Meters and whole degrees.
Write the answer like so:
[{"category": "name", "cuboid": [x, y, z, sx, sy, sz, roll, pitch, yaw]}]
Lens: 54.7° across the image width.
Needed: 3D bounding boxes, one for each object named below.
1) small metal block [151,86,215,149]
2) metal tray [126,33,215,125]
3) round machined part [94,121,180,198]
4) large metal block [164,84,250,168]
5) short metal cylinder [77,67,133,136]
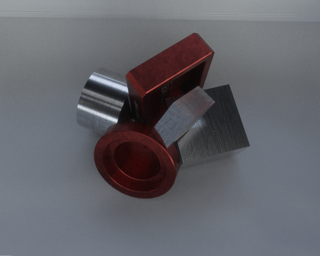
[{"category": "small metal block", "cuboid": [0.024, -0.012, 0.327, 0.025, 0.050, 0.050, 46, 44, 7]}, {"category": "metal tray", "cuboid": [0.010, -0.045, 0.369, 0.090, 0.130, 0.030, -33, 75, -12]}, {"category": "round machined part", "cuboid": [-0.024, 0.033, 0.367, 0.098, 0.097, 0.042, 19, 36, 6]}, {"category": "large metal block", "cuboid": [0.055, -0.001, 0.388, 0.081, 0.050, 0.080, -13, 75, -5]}, {"category": "short metal cylinder", "cuboid": [-0.061, -0.030, 0.389, 0.050, 0.080, 0.080, 21, 71, 7]}]
